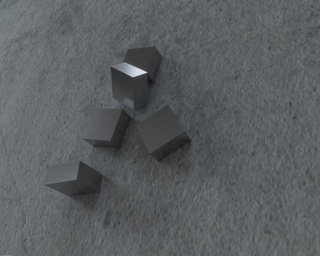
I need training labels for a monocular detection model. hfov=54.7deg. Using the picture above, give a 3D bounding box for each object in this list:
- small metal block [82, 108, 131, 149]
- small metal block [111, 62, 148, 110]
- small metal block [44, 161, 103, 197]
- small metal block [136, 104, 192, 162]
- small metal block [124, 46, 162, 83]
[{"bbox_3d":[-0.075,0.000,0.442,0.050,0.025,0.050,3,63,29],"label":"small metal block"},{"bbox_3d":[-0.044,-0.061,0.443,0.025,0.050,0.050,-26,42,-35],"label":"small metal block"},{"bbox_3d":[-0.111,0.067,0.403,0.050,0.050,0.025,-12,57,21],"label":"small metal block"},{"bbox_3d":[0.004,0.006,0.397,0.050,0.025,0.050,-33,52,6],"label":"small metal block"},{"bbox_3d":[-0.030,-0.096,0.477,0.050,0.025,0.050,1,62,28],"label":"small metal block"}]
